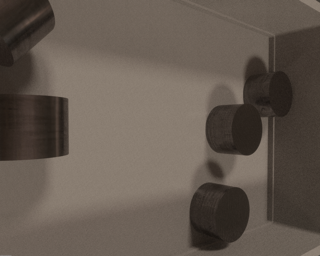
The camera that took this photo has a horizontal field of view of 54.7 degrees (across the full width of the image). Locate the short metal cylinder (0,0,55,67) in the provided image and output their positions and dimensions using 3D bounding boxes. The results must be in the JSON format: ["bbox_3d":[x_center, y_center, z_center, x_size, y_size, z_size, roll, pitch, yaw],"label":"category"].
[{"bbox_3d":[-0.137,-0.098,0.257,0.080,0.080,0.050,50,60,-29],"label":"short metal cylinder"}]

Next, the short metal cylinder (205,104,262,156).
[{"bbox_3d":[0.118,0.002,0.492,0.081,0.050,0.079,0,90,-40],"label":"short metal cylinder"}]

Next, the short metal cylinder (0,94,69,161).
[{"bbox_3d":[-0.122,-0.001,0.270,0.081,0.080,0.050,-1,91,-40],"label":"short metal cylinder"}]

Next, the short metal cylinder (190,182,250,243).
[{"bbox_3d":[0.091,0.126,0.470,0.081,0.050,0.079,0,90,-40],"label":"short metal cylinder"}]

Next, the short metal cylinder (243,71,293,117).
[{"bbox_3d":[0.195,-0.059,0.557,0.081,0.050,0.079,0,90,-40],"label":"short metal cylinder"}]
